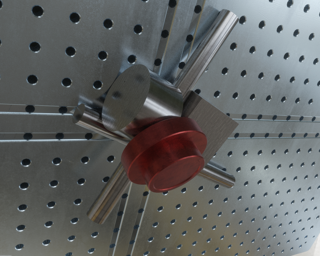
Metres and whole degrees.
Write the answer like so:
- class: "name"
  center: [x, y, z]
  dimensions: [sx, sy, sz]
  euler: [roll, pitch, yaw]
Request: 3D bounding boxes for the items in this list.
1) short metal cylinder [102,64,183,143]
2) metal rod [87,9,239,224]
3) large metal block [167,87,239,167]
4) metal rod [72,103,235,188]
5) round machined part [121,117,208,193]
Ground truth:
- class: "short metal cylinder"
  center: [-0.021, -0.024, 0.350]
  dimensions: [0.050, 0.080, 0.080]
  euler: [28, 103, -38]
- class: "metal rod"
  center: [0.002, -0.012, 0.381]
  dimensions: [0.025, 0.025, 0.299]
  euler: [32, 93, -39]
- class: "large metal block"
  center: [0.044, -0.001, 0.416]
  dimensions: [0.080, 0.050, 0.080]
  euler: [29, 102, -38]
- class: "metal rod"
  center: [0.014, 0.038, 0.443]
  dimensions: [0.301, 0.025, 0.025]
  euler: [27, 103, -38]
- class: "round machined part"
  center: [0.010, 0.036, 0.345]
  dimensions: [0.099, 0.042, 0.098]
  euler: [-21, 148, -14]
